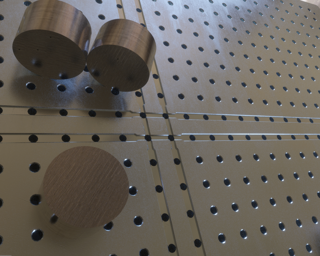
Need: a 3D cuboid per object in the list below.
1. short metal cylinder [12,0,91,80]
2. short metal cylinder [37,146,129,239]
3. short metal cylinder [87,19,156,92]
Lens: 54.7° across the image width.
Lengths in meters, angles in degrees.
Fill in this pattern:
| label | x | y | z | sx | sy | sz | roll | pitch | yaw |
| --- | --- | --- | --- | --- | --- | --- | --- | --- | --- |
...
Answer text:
| label | x | y | z | sx | sy | sz | roll | pitch | yaw |
| --- | --- | --- | --- | --- | --- | --- | --- | --- | --- |
| short metal cylinder | -0.125 | -0.103 | 0.368 | 0.081 | 0.080 | 0.050 | 14 | 56 | -20 |
| short metal cylinder | -0.078 | 0.065 | 0.311 | 0.081 | 0.050 | 0.080 | 13 | 56 | -21 |
| short metal cylinder | -0.049 | -0.093 | 0.403 | 0.080 | 0.080 | 0.050 | 22 | 54 | -15 |
